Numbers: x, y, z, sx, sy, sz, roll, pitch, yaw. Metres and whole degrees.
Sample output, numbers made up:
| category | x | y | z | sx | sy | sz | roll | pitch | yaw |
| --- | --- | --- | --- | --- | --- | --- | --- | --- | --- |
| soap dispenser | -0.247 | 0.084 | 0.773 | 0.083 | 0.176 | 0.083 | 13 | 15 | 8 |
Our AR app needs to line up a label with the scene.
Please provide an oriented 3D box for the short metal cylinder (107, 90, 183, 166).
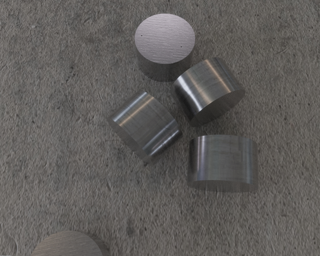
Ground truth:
| category | x | y | z | sx | sy | sz | roll | pitch | yaw |
| --- | --- | --- | --- | --- | --- | --- | --- | --- | --- |
| short metal cylinder | -0.019 | 0.001 | 0.378 | 0.080 | 0.080 | 0.050 | 43 | 76 | 14 |

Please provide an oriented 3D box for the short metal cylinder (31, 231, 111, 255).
| category | x | y | z | sx | sy | sz | roll | pitch | yaw |
| --- | --- | --- | --- | --- | --- | --- | --- | --- | --- |
| short metal cylinder | -0.096 | 0.154 | 0.338 | 0.081 | 0.050 | 0.080 | 0 | 70 | 0 |

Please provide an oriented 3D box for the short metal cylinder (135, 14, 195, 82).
| category | x | y | z | sx | sy | sz | roll | pitch | yaw |
| --- | --- | --- | --- | --- | --- | --- | --- | --- | --- |
| short metal cylinder | 0.007 | -0.112 | 0.435 | 0.081 | 0.050 | 0.080 | 0 | 70 | 0 |

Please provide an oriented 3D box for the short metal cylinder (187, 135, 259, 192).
| category | x | y | z | sx | sy | sz | roll | pitch | yaw |
| --- | --- | --- | --- | --- | --- | --- | --- | --- | --- |
| short metal cylinder | 0.073 | 0.044 | 0.363 | 0.080 | 0.080 | 0.050 | 5 | 70 | 2 |

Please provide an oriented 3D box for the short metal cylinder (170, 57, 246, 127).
| category | x | y | z | sx | sy | sz | roll | pitch | yaw |
| --- | --- | --- | --- | --- | --- | --- | --- | --- | --- |
| short metal cylinder | 0.060 | -0.044 | 0.395 | 0.080 | 0.080 | 0.050 | -27 | 72 | -9 |
